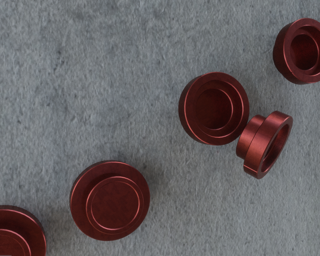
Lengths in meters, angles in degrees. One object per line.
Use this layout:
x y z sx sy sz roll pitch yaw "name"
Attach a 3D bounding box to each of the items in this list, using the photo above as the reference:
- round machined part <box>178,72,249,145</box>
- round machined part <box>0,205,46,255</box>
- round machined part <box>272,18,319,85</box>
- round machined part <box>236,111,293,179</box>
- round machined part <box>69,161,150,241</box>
0.070 -0.026 0.427 0.099 0.042 0.097 0 90 -21 "round machined part"
-0.176 0.137 0.335 0.099 0.042 0.097 0 90 -21 "round machined part"
0.217 -0.116 0.482 0.099 0.042 0.097 0 90 -21 "round machined part"
0.143 0.020 0.437 0.099 0.042 0.097 -36 141 -35 "round machined part"
-0.059 0.090 0.379 0.099 0.042 0.097 0 90 -21 "round machined part"
